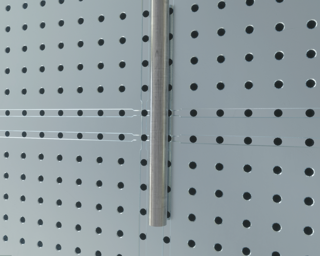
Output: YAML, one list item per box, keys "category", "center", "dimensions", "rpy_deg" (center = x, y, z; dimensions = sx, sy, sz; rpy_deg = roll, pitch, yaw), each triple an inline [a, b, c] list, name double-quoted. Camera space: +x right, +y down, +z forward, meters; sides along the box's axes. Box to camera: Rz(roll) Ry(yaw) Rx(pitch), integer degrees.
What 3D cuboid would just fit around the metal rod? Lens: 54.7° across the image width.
- category: "metal rod"
  center: [-0.002, -0.021, 0.412]
  dimensions: [0.025, 0.025, 0.298]
  rpy_deg: [1, 90, 19]
